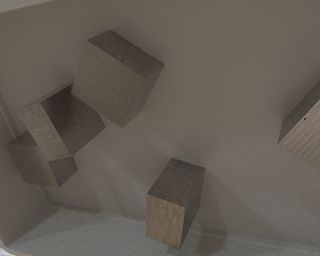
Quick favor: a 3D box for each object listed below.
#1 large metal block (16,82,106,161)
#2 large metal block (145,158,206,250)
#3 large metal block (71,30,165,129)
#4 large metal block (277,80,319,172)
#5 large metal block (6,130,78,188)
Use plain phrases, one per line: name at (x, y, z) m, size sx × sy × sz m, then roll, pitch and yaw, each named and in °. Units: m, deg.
large metal block at (-0.135, -0.012, 0.435) m, size 0.050 × 0.080 × 0.080 m, roll -12°, pitch 112°, yaw 33°
large metal block at (0.021, 0.101, 0.423) m, size 0.050 × 0.080 × 0.079 m, roll 16°, pitch 125°, yaw 19°
large metal block at (-0.054, -0.060, 0.382) m, size 0.080 × 0.050 × 0.079 m, roll 34°, pitch 129°, yaw 5°
large metal block at (0.176, -0.001, 0.300) m, size 0.080 × 0.050 × 0.079 m, roll 33°, pitch 129°, yaw 6°
large metal block at (-0.198, 0.050, 0.525) m, size 0.080 × 0.050 × 0.079 m, roll 1°, pitch 119°, yaw 27°
